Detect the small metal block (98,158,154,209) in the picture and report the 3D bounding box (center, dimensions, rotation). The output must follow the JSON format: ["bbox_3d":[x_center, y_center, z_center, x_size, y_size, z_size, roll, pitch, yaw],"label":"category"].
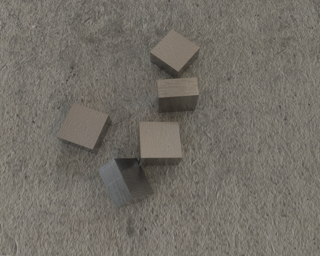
[{"bbox_3d":[-0.039,0.064,0.368,0.025,0.050,0.050,-35,71,20],"label":"small metal block"}]

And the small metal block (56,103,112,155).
[{"bbox_3d":[-0.098,0.001,0.407,0.050,0.025,0.050,19,71,6],"label":"small metal block"}]

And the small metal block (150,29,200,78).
[{"bbox_3d":[0.021,-0.106,0.447,0.050,0.025,0.050,37,74,12],"label":"small metal block"}]

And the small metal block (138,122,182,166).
[{"bbox_3d":[-0.001,0.020,0.393,0.050,0.025,0.050,1,61,-10],"label":"small metal block"}]

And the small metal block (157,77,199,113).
[{"bbox_3d":[0.022,-0.042,0.410,0.050,0.050,0.025,-4,70,-2],"label":"small metal block"}]
